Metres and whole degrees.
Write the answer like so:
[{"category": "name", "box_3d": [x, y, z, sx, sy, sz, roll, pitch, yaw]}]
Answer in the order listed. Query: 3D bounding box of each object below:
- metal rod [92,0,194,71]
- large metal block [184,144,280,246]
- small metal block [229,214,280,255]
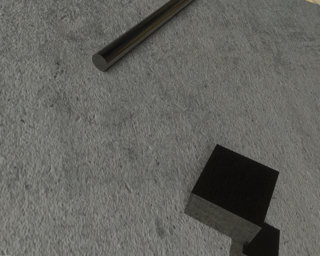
[{"category": "metal rod", "box_3d": [-0.006, -0.178, 0.508, 0.025, 0.025, 0.301, 40, 51, -1]}, {"category": "large metal block", "box_3d": [0.085, 0.077, 0.370, 0.080, 0.050, 0.080, 25, 50, 14]}, {"category": "small metal block", "box_3d": [0.117, 0.141, 0.380, 0.050, 0.025, 0.050, 29, 52, -10]}]
